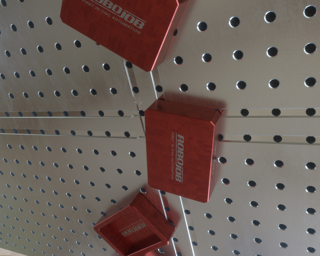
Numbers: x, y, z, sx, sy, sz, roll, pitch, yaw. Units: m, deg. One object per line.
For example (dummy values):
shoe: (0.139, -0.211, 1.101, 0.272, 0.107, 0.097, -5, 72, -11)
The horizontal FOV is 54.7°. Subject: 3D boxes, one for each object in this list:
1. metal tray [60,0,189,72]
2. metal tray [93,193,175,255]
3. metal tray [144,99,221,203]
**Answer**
metal tray: (-0.044, -0.134, 0.347, 0.130, 0.030, 0.089, 32, 128, 7)
metal tray: (-0.048, 0.176, 0.539, 0.090, 0.030, 0.129, 47, 129, -5)
metal tray: (0.029, 0.032, 0.412, 0.090, 0.030, 0.129, 12, 124, 21)
